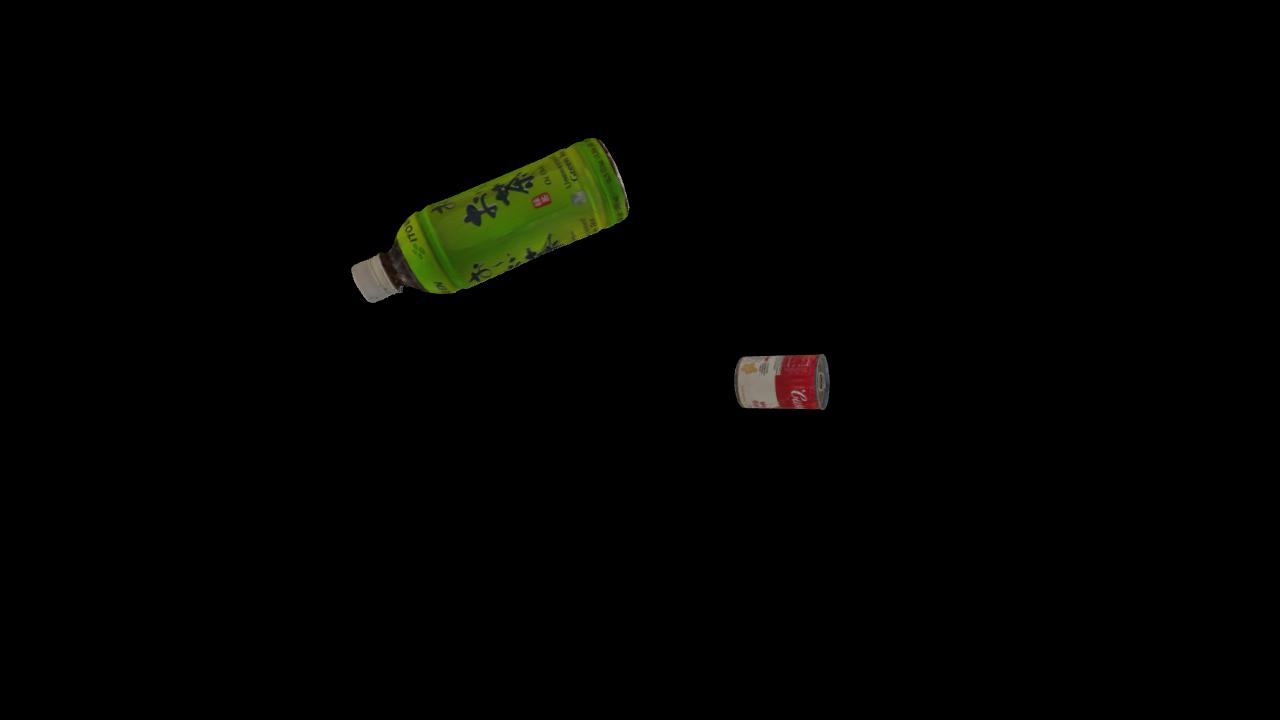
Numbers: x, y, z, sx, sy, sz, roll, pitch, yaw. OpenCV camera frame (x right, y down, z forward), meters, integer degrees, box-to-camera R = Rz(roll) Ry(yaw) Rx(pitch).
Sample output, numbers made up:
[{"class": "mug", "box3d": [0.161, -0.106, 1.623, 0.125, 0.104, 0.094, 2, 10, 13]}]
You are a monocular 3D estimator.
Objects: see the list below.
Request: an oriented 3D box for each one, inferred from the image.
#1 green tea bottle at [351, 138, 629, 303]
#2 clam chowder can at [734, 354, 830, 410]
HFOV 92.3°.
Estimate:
[{"class": "green tea bottle", "box3d": [-0.116, -0.100, 0.476, 0.212, 0.073, 0.073, -26, 2, -4]}, {"class": "clam chowder can", "box3d": [0.175, 0.027, 0.760, 0.102, 0.068, 0.068, -1, 0, 28]}]
